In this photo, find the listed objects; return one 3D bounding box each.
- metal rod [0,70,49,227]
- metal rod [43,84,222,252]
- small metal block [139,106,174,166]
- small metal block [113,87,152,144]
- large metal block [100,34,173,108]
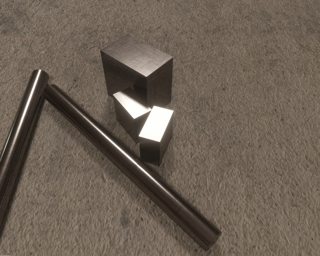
[{"bbox_3d":[-0.178,0.036,0.370,0.025,0.025,0.300,0,50,-1],"label":"metal rod"},{"bbox_3d":[-0.052,0.031,0.376,0.025,0.025,0.300,-37,59,-27],"label":"metal rod"},{"bbox_3d":[-0.004,0.010,0.379,0.025,0.050,0.050,15,52,12],"label":"small metal block"},{"bbox_3d":[-0.035,-0.016,0.400,0.025,0.050,0.050,-29,56,-22],"label":"small metal block"},{"bbox_3d":[-0.030,-0.070,0.426,0.080,0.080,0.050,33,57,24],"label":"large metal block"}]
